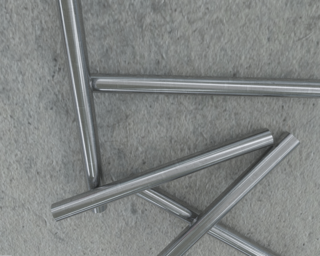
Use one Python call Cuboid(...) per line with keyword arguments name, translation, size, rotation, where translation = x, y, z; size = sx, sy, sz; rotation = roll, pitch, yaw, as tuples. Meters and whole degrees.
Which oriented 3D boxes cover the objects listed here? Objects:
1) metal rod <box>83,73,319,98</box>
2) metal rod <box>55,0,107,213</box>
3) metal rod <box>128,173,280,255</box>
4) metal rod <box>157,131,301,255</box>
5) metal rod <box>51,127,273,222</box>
Cuboid(name="metal rod", translation=(0.056, -0.053, 0.390), size=(0.302, 0.025, 0.025), rotation=(1, 110, -1))
Cuboid(name="metal rod", translation=(-0.092, -0.016, 0.380), size=(0.025, 0.025, 0.298), rotation=(-1, 119, 0))
Cuboid(name="metal rod", translation=(0.081, 0.151, 0.466), size=(0.301, 0.025, 0.025), rotation=(31, 107, -12))
Cuboid(name="metal rod", translation=(0.075, 0.119, 0.431), size=(0.025, 0.025, 0.300), rotation=(43, 96, -14))
Cuboid(name="metal rod", translation=(0.004, 0.061, 0.412), size=(0.302, 0.025, 0.025), rotation=(-20, 109, -1))
